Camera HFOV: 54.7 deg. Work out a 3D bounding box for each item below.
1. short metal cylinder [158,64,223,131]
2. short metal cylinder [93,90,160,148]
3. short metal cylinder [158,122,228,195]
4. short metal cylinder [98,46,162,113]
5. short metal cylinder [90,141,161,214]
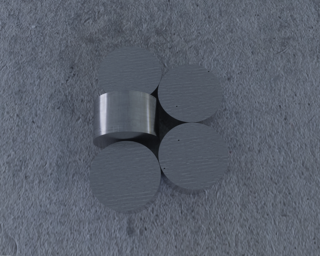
[{"bbox_3d":[0.038,-0.036,0.409,0.081,0.050,0.080,0,71,0],"label":"short metal cylinder"},{"bbox_3d":[-0.041,-0.006,0.382,0.081,0.080,0.050,-3,70,-1],"label":"short metal cylinder"},{"bbox_3d":[0.039,0.039,0.381,0.080,0.050,0.080,0,70,1],"label":"short metal cylinder"},{"bbox_3d":[-0.038,-0.062,0.418,0.080,0.050,0.080,0,70,1],"label":"short metal cylinder"},{"bbox_3d":[-0.039,0.061,0.373,0.080,0.050,0.080,0,70,1],"label":"short metal cylinder"}]
